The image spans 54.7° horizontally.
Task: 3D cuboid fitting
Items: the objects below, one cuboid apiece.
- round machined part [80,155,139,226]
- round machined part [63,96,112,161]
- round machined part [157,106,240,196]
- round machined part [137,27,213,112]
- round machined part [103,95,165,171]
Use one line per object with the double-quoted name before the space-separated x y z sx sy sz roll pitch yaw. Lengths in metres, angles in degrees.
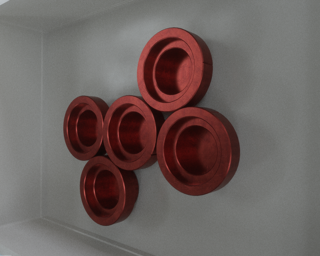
"round machined part" -0.070 0.088 0.449 0.098 0.042 0.097 0 90 40
"round machined part" -0.103 0.000 0.478 0.098 0.042 0.097 0 90 40
"round machined part" 0.047 0.025 0.354 0.098 0.042 0.097 0 90 40
"round machined part" 0.022 -0.067 0.375 0.098 0.042 0.097 0 90 40
"round machined part" -0.029 0.006 0.415 0.098 0.042 0.097 0 90 40
